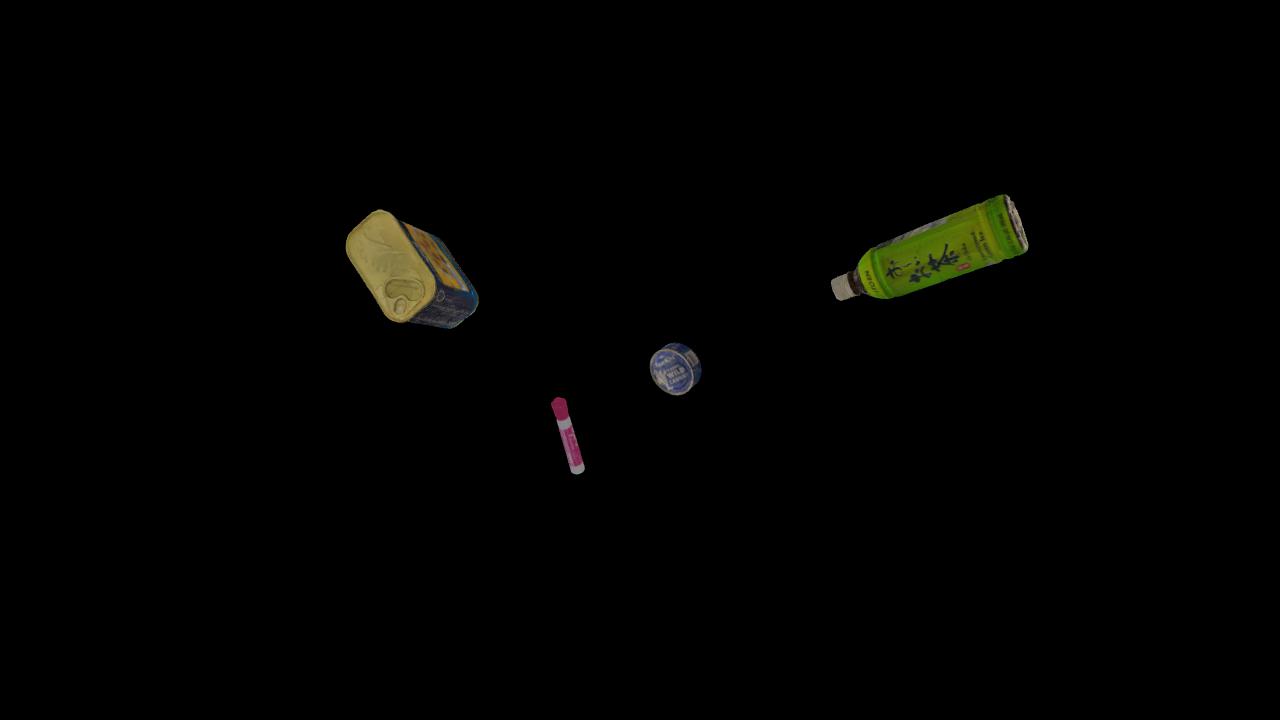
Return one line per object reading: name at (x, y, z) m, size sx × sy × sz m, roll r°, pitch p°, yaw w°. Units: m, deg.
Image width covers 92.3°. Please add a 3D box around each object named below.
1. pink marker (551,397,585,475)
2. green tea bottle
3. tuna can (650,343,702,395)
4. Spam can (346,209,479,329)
pink marker at (-0.091, 0.096, 0.775) m, size 0.020 × 0.121 × 0.020 m, roll -7°, pitch 35°, yaw 5°
green tea bottle at (0.329, -0.120, 0.725) m, size 0.212 × 0.073 × 0.073 m, roll -19°, pitch -13°, yaw 40°
tuna can at (0.060, 0.014, 1.024) m, size 0.084 × 0.084 × 0.034 m, roll 0°, pitch 24°, yaw 36°
Spam can at (-0.209, -0.081, 0.578) m, size 0.058 × 0.101 × 0.085 m, roll -37°, pitch -10°, yaw 10°
